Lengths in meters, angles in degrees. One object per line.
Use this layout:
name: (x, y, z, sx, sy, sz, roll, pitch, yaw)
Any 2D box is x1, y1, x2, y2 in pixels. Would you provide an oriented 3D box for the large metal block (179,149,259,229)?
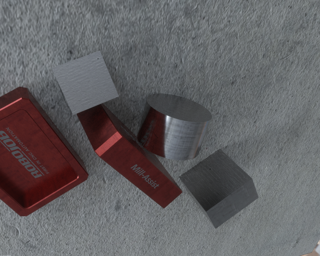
large metal block: (0.089, 0.091, 0.476, 0.080, 0.080, 0.050, -34, 129, -6)

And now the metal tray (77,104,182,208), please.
metal tray: (-0.034, 0.031, 0.364, 0.030, 0.090, 0.130, -42, 130, 0)

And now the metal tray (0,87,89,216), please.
metal tray: (-0.150, 0.031, 0.340, 0.090, 0.030, 0.130, -32, 129, -8)

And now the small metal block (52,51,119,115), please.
small metal block: (-0.078, -0.047, 0.324, 0.050, 0.025, 0.050, -24, 104, -13)

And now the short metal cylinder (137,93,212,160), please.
short metal cylinder: (0.017, -0.003, 0.379, 0.081, 0.080, 0.050, 2, 118, -29)
